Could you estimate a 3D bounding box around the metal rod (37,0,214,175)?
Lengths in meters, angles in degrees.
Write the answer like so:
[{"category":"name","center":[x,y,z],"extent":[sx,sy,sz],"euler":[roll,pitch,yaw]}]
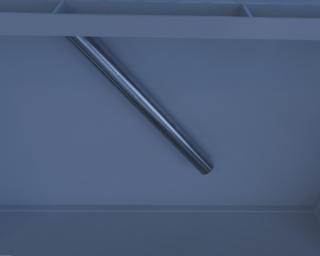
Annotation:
[{"category":"metal rod","center":[-0.021,-0.032,0.381],"extent":[0.025,0.025,0.300],"euler":[-30,125,23]}]
